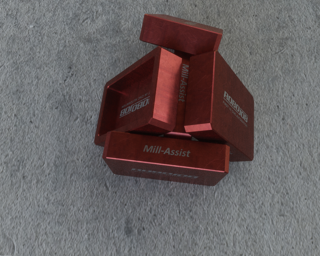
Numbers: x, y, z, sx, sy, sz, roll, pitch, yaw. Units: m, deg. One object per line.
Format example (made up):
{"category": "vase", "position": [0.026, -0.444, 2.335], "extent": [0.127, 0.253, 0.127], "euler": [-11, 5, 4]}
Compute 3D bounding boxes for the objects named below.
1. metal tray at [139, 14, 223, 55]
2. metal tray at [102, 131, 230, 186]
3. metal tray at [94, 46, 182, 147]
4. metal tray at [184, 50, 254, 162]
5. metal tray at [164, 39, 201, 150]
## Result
{"category": "metal tray", "position": [0.034, -0.123, 0.406], "extent": [0.090, 0.130, 0.030], "euler": [17, 112, 5]}
{"category": "metal tray", "position": [0.007, 0.039, 0.360], "extent": [0.131, 0.090, 0.030], "euler": [7, 70, 2]}
{"category": "metal tray", "position": [-0.030, -0.029, 0.368], "extent": [0.030, 0.130, 0.090], "euler": [20, 66, -32]}
{"category": "metal tray", "position": [0.076, -0.019, 0.364], "extent": [0.030, 0.130, 0.090], "euler": [-7, 67, 33]}
{"category": "metal tray", "position": [0.026, -0.036, 0.388], "extent": [0.030, 0.090, 0.130], "euler": [7, 70, 2]}
